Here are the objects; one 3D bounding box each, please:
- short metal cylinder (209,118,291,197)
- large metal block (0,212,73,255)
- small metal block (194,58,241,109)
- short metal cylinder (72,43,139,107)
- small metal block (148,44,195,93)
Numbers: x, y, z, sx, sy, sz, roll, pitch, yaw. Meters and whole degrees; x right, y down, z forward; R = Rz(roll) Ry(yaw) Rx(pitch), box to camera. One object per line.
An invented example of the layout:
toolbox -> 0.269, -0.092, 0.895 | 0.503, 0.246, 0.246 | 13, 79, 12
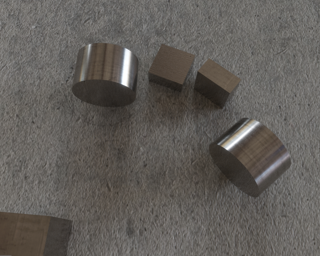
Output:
short metal cylinder -> 0.104, 0.035, 0.367 | 0.050, 0.080, 0.080 | -38, 75, -13
large metal block -> -0.149, 0.120, 0.334 | 0.080, 0.080, 0.050 | 5, 70, 1
small metal block -> 0.076, -0.059, 0.417 | 0.050, 0.050, 0.025 | 37, 74, 12
short metal cylinder -> -0.069, -0.066, 0.403 | 0.080, 0.080, 0.050 | 3, 70, 1
small metal block -> 0.017, -0.085, 0.439 | 0.050, 0.025, 0.050 | 21, 71, 7
